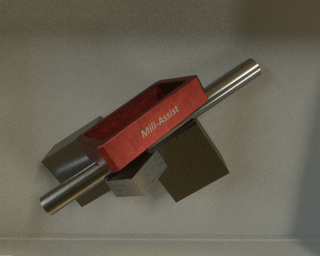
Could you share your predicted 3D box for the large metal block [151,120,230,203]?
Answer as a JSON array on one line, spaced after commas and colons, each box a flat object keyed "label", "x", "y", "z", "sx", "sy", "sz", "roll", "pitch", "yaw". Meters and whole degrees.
[{"label": "large metal block", "x": 0.033, "y": 0.038, "z": 0.411, "sx": 0.080, "sy": 0.050, "sz": 0.080, "roll": -32, "pitch": 107, "yaw": 10}]

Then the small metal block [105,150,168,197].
[{"label": "small metal block", "x": -0.028, "y": 0.054, "z": 0.364, "sx": 0.050, "sy": 0.050, "sz": 0.025, "roll": -14, "pitch": 114, "yaw": 44}]

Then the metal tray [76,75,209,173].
[{"label": "metal tray", "x": -0.021, "y": -0.010, "z": 0.343, "sx": 0.131, "sy": 0.090, "sz": 0.030, "roll": -38, "pitch": 110, "yaw": -21}]

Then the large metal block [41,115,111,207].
[{"label": "large metal block", "x": -0.091, "y": 0.043, "z": 0.409, "sx": 0.080, "sy": 0.050, "sz": 0.080, "roll": -32, "pitch": 107, "yaw": 10}]

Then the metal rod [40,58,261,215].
[{"label": "metal rod", "x": -0.007, "y": 0.007, "z": 0.373, "sx": 0.301, "sy": 0.025, "sz": 0.025, "roll": -34, "pitch": 108, "yaw": -5}]
